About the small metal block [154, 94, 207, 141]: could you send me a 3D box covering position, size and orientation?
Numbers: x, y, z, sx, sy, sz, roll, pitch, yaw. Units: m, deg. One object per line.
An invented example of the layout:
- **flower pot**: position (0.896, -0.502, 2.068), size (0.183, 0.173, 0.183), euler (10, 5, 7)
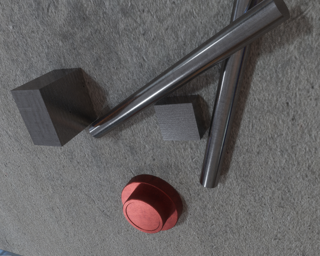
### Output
- **small metal block**: position (0.026, -0.012, 0.385), size (0.050, 0.025, 0.050), euler (-2, 118, 28)

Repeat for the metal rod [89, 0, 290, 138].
- **metal rod**: position (0.003, -0.048, 0.354), size (0.299, 0.025, 0.025), euler (-28, 103, 43)

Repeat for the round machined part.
- **round machined part**: position (-0.018, 0.124, 0.480), size (0.098, 0.042, 0.097), euler (13, 124, 20)

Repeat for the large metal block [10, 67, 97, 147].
- **large metal block**: position (-0.140, -0.030, 0.424), size (0.050, 0.080, 0.079), euler (1, 119, 27)

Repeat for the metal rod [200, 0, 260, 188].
- **metal rod**: position (0.076, -0.052, 0.333), size (0.025, 0.025, 0.298), euler (17, 125, 18)
